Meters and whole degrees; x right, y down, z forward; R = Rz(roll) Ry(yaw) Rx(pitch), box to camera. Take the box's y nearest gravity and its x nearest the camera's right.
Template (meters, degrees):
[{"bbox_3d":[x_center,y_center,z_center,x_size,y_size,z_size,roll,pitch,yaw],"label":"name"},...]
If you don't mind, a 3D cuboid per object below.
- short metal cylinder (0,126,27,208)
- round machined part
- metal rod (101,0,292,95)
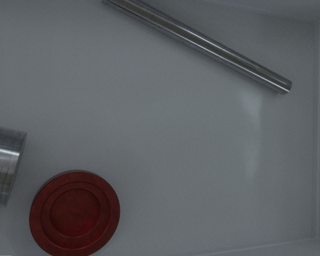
[{"bbox_3d":[-0.174,0.037,0.317,0.050,0.080,0.080,15,85,-20],"label":"short metal cylinder"},{"bbox_3d":[-0.100,0.098,0.365,0.099,0.042,0.097,0,90,-21],"label":"round machined part"},{"bbox_3d":[0.065,-0.116,0.435,0.302,0.025,0.025,22,83,-19],"label":"metal rod"}]
